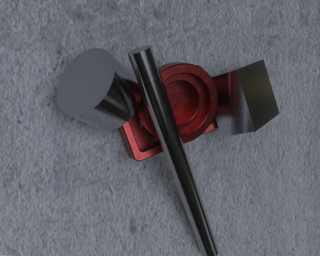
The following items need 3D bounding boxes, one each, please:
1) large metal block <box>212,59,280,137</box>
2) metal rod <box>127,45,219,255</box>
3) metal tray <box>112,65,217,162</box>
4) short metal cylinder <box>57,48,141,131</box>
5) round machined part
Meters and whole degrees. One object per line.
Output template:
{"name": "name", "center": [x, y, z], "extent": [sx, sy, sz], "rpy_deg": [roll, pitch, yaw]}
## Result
{"name": "large metal block", "center": [0.113, -0.042, 0.422], "extent": [0.081, 0.050, 0.080], "rpy_deg": [-26, 100, -45]}
{"name": "metal rod", "center": [0.025, 0.048, 0.374], "extent": [0.025, 0.025, 0.298], "rpy_deg": [-29, 117, -18]}
{"name": "metal tray", "center": [0.008, -0.021, 0.411], "extent": [0.131, 0.030, 0.090], "rpy_deg": [-22, 98, -19]}
{"name": "short metal cylinder", "center": [-0.068, -0.042, 0.350], "extent": [0.050, 0.080, 0.080], "rpy_deg": [34, 76, -54]}
{"name": "round machined part", "center": [0.018, -0.032, 0.383], "extent": [0.099, 0.042, 0.097], "rpy_deg": [-7, 108, -23]}
